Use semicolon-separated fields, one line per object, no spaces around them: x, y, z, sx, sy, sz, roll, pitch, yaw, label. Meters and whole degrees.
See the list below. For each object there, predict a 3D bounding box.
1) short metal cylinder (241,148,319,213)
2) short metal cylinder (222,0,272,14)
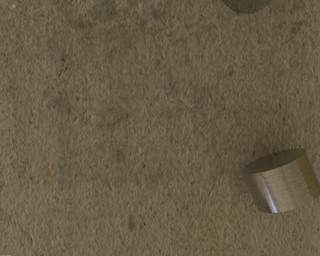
0.150;0.064;0.385;0.080;0.080;0.050;-23;90;0;short metal cylinder
0.119;-0.196;0.399;0.081;0.050;0.079;0;90;-1;short metal cylinder
